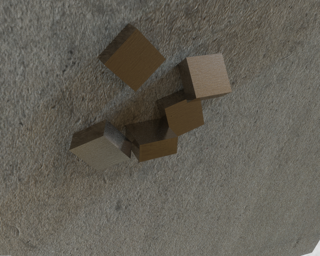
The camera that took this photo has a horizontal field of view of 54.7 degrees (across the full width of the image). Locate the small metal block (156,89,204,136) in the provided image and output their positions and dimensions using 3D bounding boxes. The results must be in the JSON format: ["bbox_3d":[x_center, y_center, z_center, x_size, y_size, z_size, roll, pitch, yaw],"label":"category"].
[{"bbox_3d":[0.028,-0.020,0.409,0.050,0.025,0.050,-25,128,-14],"label":"small metal block"}]

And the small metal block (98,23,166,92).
[{"bbox_3d":[-0.031,-0.077,0.342,0.050,0.025,0.050,-47,129,4],"label":"small metal block"}]

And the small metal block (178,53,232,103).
[{"bbox_3d":[0.055,-0.062,0.382,0.050,0.025,0.050,-12,86,-22],"label":"small metal block"}]

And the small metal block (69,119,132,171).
[{"bbox_3d":[-0.069,0.022,0.368,0.050,0.025,0.050,-22,134,23],"label":"small metal block"}]

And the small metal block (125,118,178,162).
[{"bbox_3d":[-0.012,0.014,0.393,0.050,0.050,0.025,-11,124,-22],"label":"small metal block"}]
